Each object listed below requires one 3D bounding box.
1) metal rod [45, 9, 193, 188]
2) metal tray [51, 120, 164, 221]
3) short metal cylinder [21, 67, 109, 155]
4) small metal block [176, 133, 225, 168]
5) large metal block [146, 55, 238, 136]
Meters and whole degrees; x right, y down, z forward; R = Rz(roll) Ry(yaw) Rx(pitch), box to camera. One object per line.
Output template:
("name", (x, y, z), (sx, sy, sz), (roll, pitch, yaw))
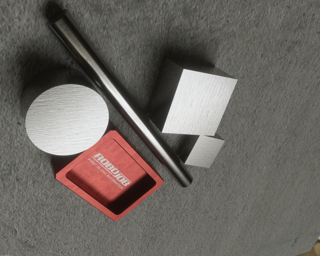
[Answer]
("metal rod", (-0.029, -0.011, 0.386), (0.025, 0.025, 0.300), (-39, 130, -3))
("metal tray", (-0.064, 0.059, 0.408), (0.090, 0.030, 0.130), (-39, 130, -2))
("short metal cylinder", (-0.101, -0.018, 0.327), (0.081, 0.050, 0.079), (-14, 125, -21))
("small metal block", (0.061, 0.029, 0.462), (0.050, 0.025, 0.050), (14, 111, -34))
("large metal block", (0.038, -0.039, 0.390), (0.081, 0.050, 0.079), (4, 116, -31))
